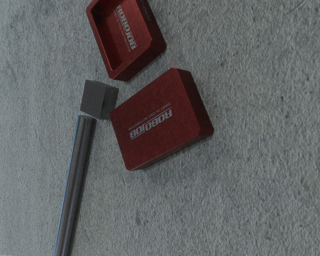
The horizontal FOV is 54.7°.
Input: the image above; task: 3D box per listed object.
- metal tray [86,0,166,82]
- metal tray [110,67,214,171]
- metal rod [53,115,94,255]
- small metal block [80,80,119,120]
[{"bbox_3d":[-0.053,-0.144,0.442,0.090,0.030,0.130,-33,70,34],"label":"metal tray"},{"bbox_3d":[-0.004,-0.007,0.403,0.130,0.030,0.090,-31,71,35],"label":"metal tray"},{"bbox_3d":[-0.152,0.125,0.527,0.025,0.025,0.298,21,103,38],"label":"metal rod"},{"bbox_3d":[-0.095,-0.044,0.481,0.050,0.025,0.050,23,104,37],"label":"small metal block"}]
